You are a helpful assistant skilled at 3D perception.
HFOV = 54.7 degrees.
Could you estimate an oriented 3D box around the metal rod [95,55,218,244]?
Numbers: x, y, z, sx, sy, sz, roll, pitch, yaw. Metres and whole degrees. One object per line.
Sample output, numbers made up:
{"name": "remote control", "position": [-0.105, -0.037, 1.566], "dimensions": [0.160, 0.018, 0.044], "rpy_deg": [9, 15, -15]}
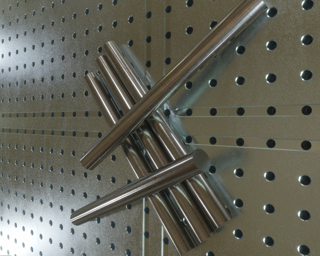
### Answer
{"name": "metal rod", "position": [-0.016, 0.012, 0.421], "dimensions": [0.025, 0.025, 0.299], "rpy_deg": [-46, 63, 30]}

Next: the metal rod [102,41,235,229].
{"name": "metal rod", "position": [-0.001, -0.008, 0.408], "dimensions": [0.025, 0.025, 0.299], "rpy_deg": [-47, 62, 29]}

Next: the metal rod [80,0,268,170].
{"name": "metal rod", "position": [0.001, -0.043, 0.380], "dimensions": [0.299, 0.025, 0.025], "rpy_deg": [-42, 65, 23]}

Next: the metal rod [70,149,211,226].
{"name": "metal rod", "position": [-0.048, 0.092, 0.420], "dimensions": [0.299, 0.025, 0.025], "rpy_deg": [-33, 70, 43]}

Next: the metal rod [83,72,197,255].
{"name": "metal rod", "position": [-0.038, 0.035, 0.439], "dimensions": [0.025, 0.025, 0.299], "rpy_deg": [-46, 63, 30]}
